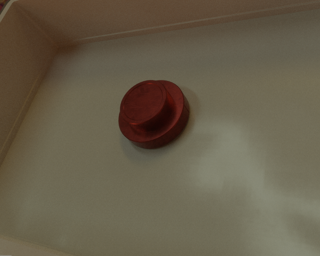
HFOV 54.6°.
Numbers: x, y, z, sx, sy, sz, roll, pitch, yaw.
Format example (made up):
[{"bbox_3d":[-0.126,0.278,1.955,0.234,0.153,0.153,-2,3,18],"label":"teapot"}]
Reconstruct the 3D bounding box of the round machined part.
[{"bbox_3d":[-0.014,-0.025,0.414,0.098,0.042,0.098,-13,56,21],"label":"round machined part"}]
